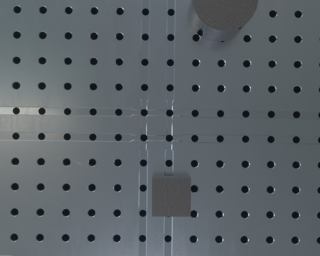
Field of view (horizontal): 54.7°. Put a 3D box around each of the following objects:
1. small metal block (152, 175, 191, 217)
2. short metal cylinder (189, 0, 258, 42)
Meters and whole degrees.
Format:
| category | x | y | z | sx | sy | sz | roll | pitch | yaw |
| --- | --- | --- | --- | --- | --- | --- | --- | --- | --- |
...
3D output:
| category | x | y | z | sx | sy | sz | roll | pitch | yaw |
| --- | --- | --- | --- | --- | --- | --- | --- | --- | --- |
| small metal block | 0.015 | 0.090 | 0.413 | 0.050 | 0.025 | 0.050 | 0 | 90 | 0 |
| short metal cylinder | 0.079 | -0.158 | 0.401 | 0.081 | 0.050 | 0.079 | 0 | 90 | 0 |
